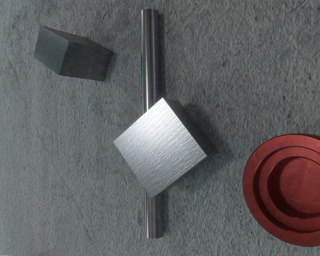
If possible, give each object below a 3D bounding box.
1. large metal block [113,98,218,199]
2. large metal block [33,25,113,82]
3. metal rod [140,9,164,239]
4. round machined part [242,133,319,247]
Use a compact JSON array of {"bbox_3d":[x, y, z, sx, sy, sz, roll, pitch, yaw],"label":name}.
[{"bbox_3d":[0.007,0.023,0.364,0.080,0.050,0.080,-41,75,18],"label":"large metal block"},{"bbox_3d":[-0.134,-0.114,0.480,0.080,0.081,0.050,33,111,35],"label":"large metal block"},{"bbox_3d":[-0.011,-0.007,0.413,0.025,0.025,0.298,-2,89,40],"label":"metal rod"},{"bbox_3d":[0.131,0.053,0.286,0.098,0.042,0.097,0,90,40],"label":"round machined part"}]
